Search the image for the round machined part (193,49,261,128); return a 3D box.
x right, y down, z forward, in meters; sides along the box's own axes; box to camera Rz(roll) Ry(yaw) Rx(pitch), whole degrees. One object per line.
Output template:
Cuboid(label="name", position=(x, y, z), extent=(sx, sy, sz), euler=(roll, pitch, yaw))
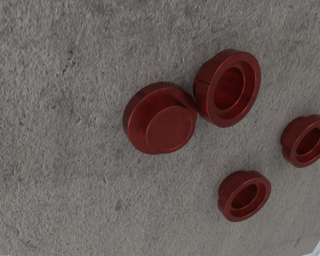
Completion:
Cuboid(label="round machined part", position=(0.081, -0.053, 0.399), extent=(0.099, 0.042, 0.097), euler=(-18, 122, -32))

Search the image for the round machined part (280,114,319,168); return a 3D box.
Cuboid(label="round machined part", position=(0.253, 0.019, 0.545), extent=(0.099, 0.042, 0.097), euler=(-14, 124, -21))

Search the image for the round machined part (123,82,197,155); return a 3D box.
Cuboid(label="round machined part", position=(0.006, -0.006, 0.395), extent=(0.099, 0.042, 0.097), euler=(-14, 124, -21))

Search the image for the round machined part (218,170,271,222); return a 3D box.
Cuboid(label="round machined part", position=(0.142, 0.114, 0.544), extent=(0.099, 0.042, 0.097), euler=(-14, 124, -21))
